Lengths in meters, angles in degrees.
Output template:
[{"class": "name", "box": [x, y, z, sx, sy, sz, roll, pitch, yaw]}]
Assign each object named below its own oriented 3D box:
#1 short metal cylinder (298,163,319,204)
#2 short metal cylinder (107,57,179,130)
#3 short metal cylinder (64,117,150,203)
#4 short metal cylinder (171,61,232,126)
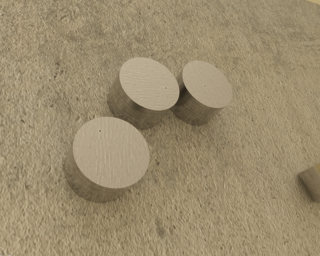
[{"class": "short metal cylinder", "box": [0.257, 0.072, 0.463, 0.081, 0.080, 0.050, -14, 69, -34]}, {"class": "short metal cylinder", "box": [-0.022, -0.044, 0.403, 0.081, 0.050, 0.080, 14, 56, -21]}, {"class": "short metal cylinder", "box": [-0.058, 0.035, 0.335, 0.081, 0.050, 0.080, 14, 56, -21]}, {"class": "short metal cylinder", "box": [0.056, -0.050, 0.448, 0.081, 0.050, 0.080, 14, 56, -21]}]
